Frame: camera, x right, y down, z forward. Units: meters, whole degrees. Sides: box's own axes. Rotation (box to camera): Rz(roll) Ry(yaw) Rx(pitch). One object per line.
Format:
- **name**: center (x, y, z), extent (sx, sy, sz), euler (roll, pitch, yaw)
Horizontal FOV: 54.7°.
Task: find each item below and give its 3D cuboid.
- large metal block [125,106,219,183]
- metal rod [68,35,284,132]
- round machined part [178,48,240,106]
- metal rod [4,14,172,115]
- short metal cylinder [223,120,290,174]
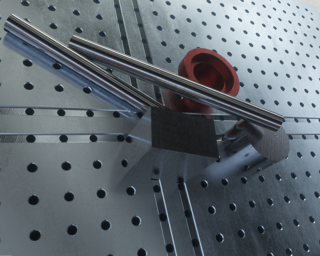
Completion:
- **large metal block**: center (0.011, 0.023, 0.366), extent (0.081, 0.080, 0.050), euler (11, 57, -23)
- **metal rod**: center (0.023, -0.060, 0.421), extent (0.302, 0.025, 0.025), euler (21, 53, -2)
- **round machined part**: center (0.071, -0.073, 0.482), extent (0.099, 0.042, 0.098), euler (14, 56, -21)
- **metal rod**: center (-0.060, -0.055, 0.410), extent (0.301, 0.025, 0.025), euler (31, 52, -9)
- **short metal cylinder**: center (0.142, 0.021, 0.458), extent (0.081, 0.050, 0.080), euler (14, 56, -21)
